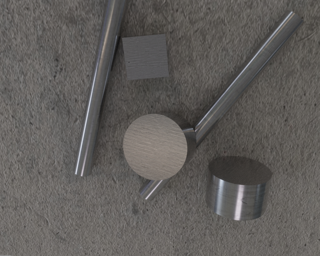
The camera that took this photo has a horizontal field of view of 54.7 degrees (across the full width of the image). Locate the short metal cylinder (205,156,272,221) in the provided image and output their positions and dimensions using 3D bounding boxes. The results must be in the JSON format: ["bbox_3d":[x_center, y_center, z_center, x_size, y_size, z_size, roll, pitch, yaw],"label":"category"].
[{"bbox_3d":[0.102,0.077,0.410,0.081,0.080,0.050,2,110,-1],"label":"short metal cylinder"}]

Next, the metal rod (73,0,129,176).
[{"bbox_3d":[-0.069,-0.074,0.381,0.025,0.025,0.298,14,109,-5],"label":"metal rod"}]

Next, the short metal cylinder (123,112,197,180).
[{"bbox_3d":[0.001,0.020,0.389,0.080,0.050,0.079,2,96,18],"label":"short metal cylinder"}]

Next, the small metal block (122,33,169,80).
[{"bbox_3d":[-0.017,-0.088,0.377,0.050,0.025,0.050,-5,110,1],"label":"small metal block"}]

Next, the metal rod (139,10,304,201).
[{"bbox_3d":[0.069,-0.018,0.403,0.025,0.025,0.299,35,106,-12],"label":"metal rod"}]
